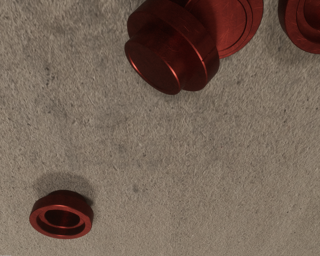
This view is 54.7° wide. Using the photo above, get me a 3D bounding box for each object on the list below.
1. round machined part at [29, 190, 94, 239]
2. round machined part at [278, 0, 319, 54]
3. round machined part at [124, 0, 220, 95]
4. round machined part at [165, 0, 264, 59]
[{"bbox_3d":[-0.159,0.140,0.513,0.099,0.042,0.097,-1,130,0],"label":"round machined part"},{"bbox_3d":[0.162,-0.124,0.293,0.099,0.042,0.097,-1,130,0],"label":"round machined part"},{"bbox_3d":[0.005,-0.070,0.299,0.042,0.098,0.098,-49,126,-16],"label":"round machined part"},{"bbox_3d":[0.052,-0.109,0.304,0.099,0.042,0.097,-1,130,0],"label":"round machined part"}]
